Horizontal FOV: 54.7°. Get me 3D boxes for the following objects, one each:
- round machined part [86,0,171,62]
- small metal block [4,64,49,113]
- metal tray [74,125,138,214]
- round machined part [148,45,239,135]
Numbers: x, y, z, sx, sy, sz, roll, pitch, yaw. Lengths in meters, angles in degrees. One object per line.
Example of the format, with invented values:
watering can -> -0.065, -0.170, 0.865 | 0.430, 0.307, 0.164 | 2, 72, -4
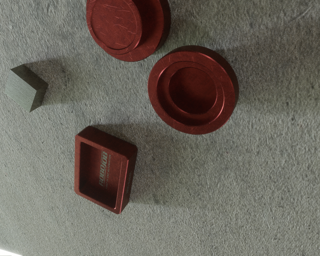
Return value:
round machined part -> -0.041, -0.120, 0.342 | 0.098, 0.042, 0.097 | 13, 124, 20
small metal block -> -0.205, -0.060, 0.475 | 0.050, 0.025, 0.050 | 39, 129, 1
metal tray -> -0.089, 0.069, 0.490 | 0.090, 0.030, 0.129 | 22, 127, 14
round machined part -> 0.039, -0.045, 0.347 | 0.098, 0.042, 0.097 | 13, 124, 20
